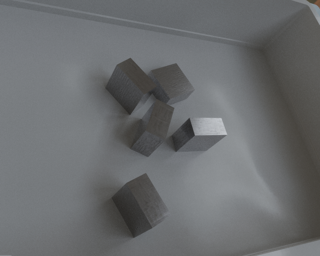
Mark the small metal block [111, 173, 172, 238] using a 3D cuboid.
[{"bbox_3d":[-0.021,0.083,0.328,0.025,0.050,0.050,-23,74,-36],"label":"small metal block"}]

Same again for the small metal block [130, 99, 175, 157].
[{"bbox_3d":[-0.010,0.001,0.384,0.025,0.050,0.050,26,53,-12],"label":"small metal block"}]

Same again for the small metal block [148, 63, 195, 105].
[{"bbox_3d":[0.014,-0.062,0.451,0.050,0.025,0.050,-24,75,-36],"label":"small metal block"}]

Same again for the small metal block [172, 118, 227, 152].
[{"bbox_3d":[0.051,0.010,0.411,0.050,0.050,0.025,0,62,-28],"label":"small metal block"}]

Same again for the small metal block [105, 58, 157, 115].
[{"bbox_3d":[-0.038,-0.053,0.401,0.050,0.050,0.025,47,51,5],"label":"small metal block"}]
